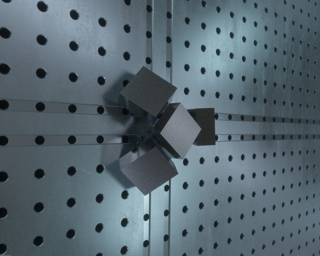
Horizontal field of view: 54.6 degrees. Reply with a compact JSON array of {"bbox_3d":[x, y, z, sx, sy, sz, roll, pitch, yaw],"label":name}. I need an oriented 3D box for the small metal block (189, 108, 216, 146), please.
[{"bbox_3d":[0.058,-0.002,0.437,0.025,0.050,0.050,-2,92,-7],"label":"small metal block"}]

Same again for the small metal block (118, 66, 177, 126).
[{"bbox_3d":[-0.015,-0.039,0.379,0.050,0.025,0.050,34,64,4],"label":"small metal block"}]

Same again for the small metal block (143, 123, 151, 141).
[{"bbox_3d":[0.006,0.004,0.413,0.050,0.025,0.050,2,92,-40],"label":"small metal block"}]

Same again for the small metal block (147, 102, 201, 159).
[{"bbox_3d":[0.019,0.004,0.391,0.050,0.025,0.050,49,61,-29],"label":"small metal block"}]

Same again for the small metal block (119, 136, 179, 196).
[{"bbox_3d":[-0.014,0.047,0.380,0.050,0.025,0.050,-35,117,6],"label":"small metal block"}]
